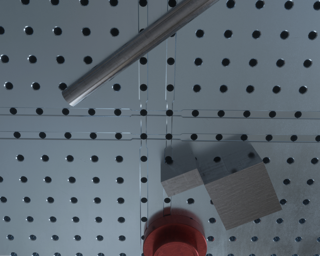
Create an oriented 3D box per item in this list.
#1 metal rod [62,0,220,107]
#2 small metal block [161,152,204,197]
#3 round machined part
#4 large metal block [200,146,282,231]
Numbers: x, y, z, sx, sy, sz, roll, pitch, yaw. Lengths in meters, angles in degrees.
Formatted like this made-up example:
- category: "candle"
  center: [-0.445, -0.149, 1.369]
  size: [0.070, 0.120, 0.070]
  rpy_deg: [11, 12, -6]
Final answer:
- category: "metal rod"
  center: [0.005, -0.120, 0.369]
  size: [0.300, 0.025, 0.025]
  rpy_deg: [-34, 107, 11]
- category: "small metal block"
  center: [0.029, 0.063, 0.423]
  size: [0.050, 0.050, 0.025]
  rpy_deg: [-22, 109, 8]
- category: "round machined part"
  center: [0.023, 0.186, 0.473]
  size: [0.099, 0.042, 0.097]
  rpy_deg: [0, 110, 0]
- category: "large metal block"
  center: [0.111, 0.083, 0.432]
  size: [0.080, 0.050, 0.080]
  rpy_deg: [-24, 109, 8]
